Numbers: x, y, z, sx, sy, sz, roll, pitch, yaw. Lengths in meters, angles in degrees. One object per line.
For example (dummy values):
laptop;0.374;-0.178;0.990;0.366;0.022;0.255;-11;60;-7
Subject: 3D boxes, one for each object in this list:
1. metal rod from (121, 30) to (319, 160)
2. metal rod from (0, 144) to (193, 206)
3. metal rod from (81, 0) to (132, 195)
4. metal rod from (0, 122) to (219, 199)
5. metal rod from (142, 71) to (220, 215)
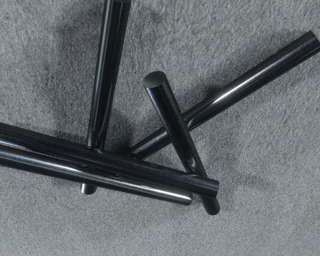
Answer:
metal rod;0.053;-0.019;0.391;0.299;0.025;0.025;-33;123;24
metal rod;-0.080;0.071;0.436;0.302;0.025;0.025;19;128;-28
metal rod;-0.076;-0.016;0.392;0.025;0.025;0.298;10;129;-9
metal rod;-0.070;0.043;0.404;0.302;0.025;0.025;16;129;-5
metal rod;0.042;0.044;0.419;0.025;0.025;0.299;-15;137;12
